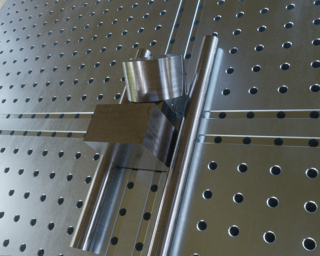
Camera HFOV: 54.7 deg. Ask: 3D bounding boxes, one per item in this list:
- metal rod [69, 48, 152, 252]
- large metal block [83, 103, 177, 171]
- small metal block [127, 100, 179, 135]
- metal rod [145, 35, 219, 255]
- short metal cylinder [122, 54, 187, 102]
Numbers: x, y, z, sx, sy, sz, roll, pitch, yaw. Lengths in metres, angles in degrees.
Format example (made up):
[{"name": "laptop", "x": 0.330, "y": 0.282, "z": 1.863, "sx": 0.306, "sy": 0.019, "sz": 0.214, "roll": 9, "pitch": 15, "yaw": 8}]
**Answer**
[{"name": "metal rod", "x": -0.060, "y": 0.013, "z": 0.432, "sx": 0.025, "sy": 0.025, "sz": 0.300, "roll": 1, "pitch": 62, "yaw": 28}, {"name": "large metal block", "x": -0.031, "y": 0.013, "z": 0.378, "sx": 0.080, "sy": 0.080, "sz": 0.050, "roll": 1, "pitch": 62, "yaw": 28}, {"name": "small metal block", "x": -0.010, "y": -0.013, "z": 0.405, "sx": 0.050, "sy": 0.050, "sz": 0.025, "roll": 2, "pitch": 63, "yaw": 28}, {"name": "metal rod", "x": 0.035, "y": 0.006, "z": 0.386, "sx": 0.025, "sy": 0.025, "sz": 0.300, "roll": 2, "pitch": 62, "yaw": 29}, {"name": "short metal cylinder", "x": -0.006, "y": -0.068, "z": 0.410, "sx": 0.080, "sy": 0.050, "sz": 0.080, "roll": -7, "pitch": 16, "yaw": 2}]
